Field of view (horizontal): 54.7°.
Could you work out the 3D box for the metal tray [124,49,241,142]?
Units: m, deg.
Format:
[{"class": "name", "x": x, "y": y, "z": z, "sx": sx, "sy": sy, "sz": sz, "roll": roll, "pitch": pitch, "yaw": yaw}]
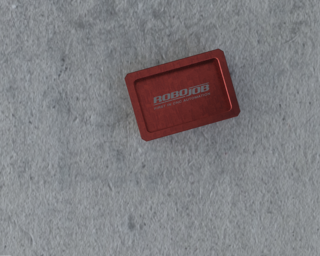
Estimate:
[{"class": "metal tray", "x": 0.029, "y": -0.042, "z": 0.407, "sx": 0.131, "sy": 0.030, "sz": 0.090, "roll": -16, "pitch": 90, "yaw": -1}]
